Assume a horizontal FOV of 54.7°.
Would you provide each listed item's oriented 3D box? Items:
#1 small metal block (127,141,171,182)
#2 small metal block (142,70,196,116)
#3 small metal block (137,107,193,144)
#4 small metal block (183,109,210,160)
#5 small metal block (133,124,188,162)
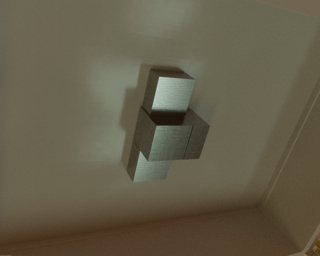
[{"bbox_3d":[-0.014,0.045,0.426,0.050,0.025,0.050,0,119,-28],"label":"small metal block"},{"bbox_3d":[0.011,-0.043,0.385,0.050,0.025,0.050,0,119,-28],"label":"small metal block"},{"bbox_3d":[0.005,-0.004,0.390,0.050,0.050,0.025,0,119,-28],"label":"small metal block"},{"bbox_3d":[0.036,0.007,0.414,0.025,0.050,0.050,0,119,-28],"label":"small metal block"},{"bbox_3d":[0.000,0.018,0.401,0.050,0.050,0.025,0,119,-28],"label":"small metal block"}]
